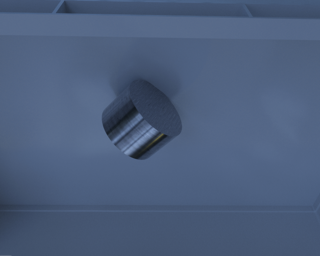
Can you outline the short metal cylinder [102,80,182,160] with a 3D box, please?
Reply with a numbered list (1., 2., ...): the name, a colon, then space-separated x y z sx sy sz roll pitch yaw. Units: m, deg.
1. short metal cylinder: -0.020 -0.010 0.365 0.080 0.080 0.050 35 122 -26
